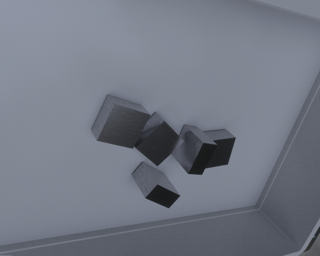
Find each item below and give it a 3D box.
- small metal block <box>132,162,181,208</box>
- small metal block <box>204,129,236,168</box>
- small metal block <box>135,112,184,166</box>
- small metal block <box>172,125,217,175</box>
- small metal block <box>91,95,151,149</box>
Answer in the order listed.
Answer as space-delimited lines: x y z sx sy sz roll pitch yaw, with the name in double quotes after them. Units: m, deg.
-0.006 0.081 0.438 0.025 0.050 0.050 -49 130 7 "small metal block"
0.082 0.032 0.473 0.050 0.025 0.050 -6 121 -26 "small metal block"
-0.004 0.016 0.414 0.050 0.025 0.050 -43 130 1 "small metal block"
0.047 0.031 0.437 0.025 0.050 0.050 10 114 -34 "small metal block"
-0.048 -0.006 0.377 0.050 0.025 0.050 16 110 -35 "small metal block"
